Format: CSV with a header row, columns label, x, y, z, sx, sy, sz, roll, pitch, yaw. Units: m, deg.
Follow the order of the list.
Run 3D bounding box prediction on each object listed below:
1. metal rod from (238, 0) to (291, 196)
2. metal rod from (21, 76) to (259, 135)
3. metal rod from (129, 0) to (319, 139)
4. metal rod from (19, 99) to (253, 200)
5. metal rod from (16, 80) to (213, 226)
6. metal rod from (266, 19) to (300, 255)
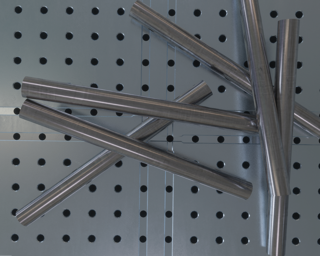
label,x,y,z,sx,sy,sz,roll,pitch,yaw
metal rod,0.126,-0.068,0.389,0.025,0.025,0.299,-6,80,0
metal rod,-0.009,-0.025,0.382,0.302,0.025,0.025,9,90,-9
metal rod,0.092,-0.078,0.413,0.301,0.025,0.025,33,90,0
metal rod,-0.022,0.030,0.390,0.301,0.025,0.025,21,90,-9
metal rod,-0.060,0.033,0.412,0.301,0.025,0.025,-35,90,0
metal rod,0.155,0.018,0.395,0.025,0.025,0.298,0,98,0
